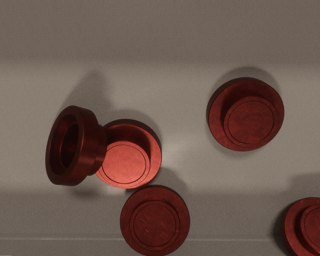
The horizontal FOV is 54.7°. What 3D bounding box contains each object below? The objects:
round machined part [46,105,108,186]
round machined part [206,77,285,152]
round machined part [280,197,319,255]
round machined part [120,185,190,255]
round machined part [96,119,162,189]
[{"bbox_3d":[-0.102,0.024,0.388,0.042,0.098,0.097,17,113,-40],"label":"round machined part"},{"bbox_3d":[0.112,-0.013,0.399,0.099,0.042,0.097,0,110,-1],"label":"round machined part"},{"bbox_3d":[0.222,0.143,0.427,0.099,0.098,0.042,-5,151,1],"label":"round machined part"},{"bbox_3d":[-0.007,0.131,0.432,0.099,0.042,0.097,0,87,0],"label":"round machined part"},{"bbox_3d":[-0.047,0.040,0.417,0.099,0.042,0.097,0,110,-1],"label":"round machined part"}]
